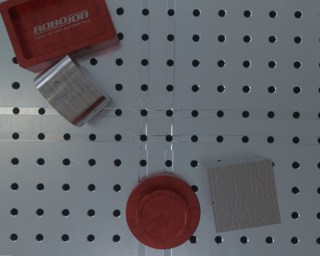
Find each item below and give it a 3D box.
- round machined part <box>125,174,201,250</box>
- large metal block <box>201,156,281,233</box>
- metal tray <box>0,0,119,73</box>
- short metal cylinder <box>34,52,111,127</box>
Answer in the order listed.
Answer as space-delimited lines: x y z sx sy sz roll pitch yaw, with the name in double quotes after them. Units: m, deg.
0.004 0.111 0.405 0.099 0.042 0.097 0 90 0 "round machined part"
0.102 0.083 0.402 0.080 0.050 0.080 -9 90 0 "large metal block"
-0.131 -0.138 0.409 0.131 0.030 0.090 -19 90 0 "metal tray"
-0.107 -0.047 0.385 0.050 0.080 0.080 -41 90 0 "short metal cylinder"
